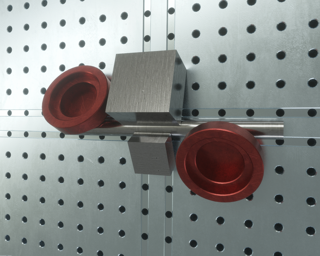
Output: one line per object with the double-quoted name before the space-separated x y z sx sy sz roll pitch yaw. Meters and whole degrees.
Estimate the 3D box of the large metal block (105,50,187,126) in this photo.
"large metal block" -0.015 -0.049 0.393 0.080 0.050 0.080 1 72 20

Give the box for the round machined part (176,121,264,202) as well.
"round machined part" 0.071 0.036 0.365 0.098 0.042 0.097 8 118 16

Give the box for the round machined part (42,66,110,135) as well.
"round machined part" -0.108 -0.035 0.428 0.098 0.042 0.098 -8 62 15

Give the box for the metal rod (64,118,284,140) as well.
"metal rod" 0.002 0.000 0.412 0.301 0.025 0.025 1 90 19

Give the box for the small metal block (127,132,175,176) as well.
"small metal block" -0.010 0.034 0.406 0.050 0.025 0.050 1 119 20
